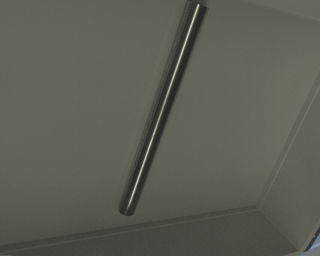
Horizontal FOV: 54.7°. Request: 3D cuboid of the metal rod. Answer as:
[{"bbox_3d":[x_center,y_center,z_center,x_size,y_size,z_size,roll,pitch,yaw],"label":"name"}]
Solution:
[{"bbox_3d":[-0.003,-0.009,0.403,0.025,0.025,0.298,6,116,-31],"label":"metal rod"}]
